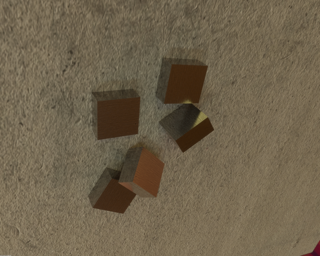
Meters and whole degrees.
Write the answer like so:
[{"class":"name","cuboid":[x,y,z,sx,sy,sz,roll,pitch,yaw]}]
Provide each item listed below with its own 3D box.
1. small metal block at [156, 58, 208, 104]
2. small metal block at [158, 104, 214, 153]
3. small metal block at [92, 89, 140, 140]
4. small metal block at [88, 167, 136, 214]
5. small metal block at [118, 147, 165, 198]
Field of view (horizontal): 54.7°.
[{"class":"small metal block","cuboid":[0.026,-0.058,0.385,0.050,0.025,0.050,-3,120,-27]},{"class":"small metal block","cuboid":[0.034,-0.003,0.407,0.050,0.050,0.025,-36,129,-5]},{"class":"small metal block","cuboid":[-0.053,-0.017,0.368,0.050,0.025,0.050,-8,122,-24]},{"class":"small metal block","cuboid":[-0.062,0.087,0.427,0.050,0.025,0.050,24,105,-37]},{"class":"small metal block","cuboid":[-0.023,0.060,0.413,0.050,0.025,0.050,43,50,-39]}]
